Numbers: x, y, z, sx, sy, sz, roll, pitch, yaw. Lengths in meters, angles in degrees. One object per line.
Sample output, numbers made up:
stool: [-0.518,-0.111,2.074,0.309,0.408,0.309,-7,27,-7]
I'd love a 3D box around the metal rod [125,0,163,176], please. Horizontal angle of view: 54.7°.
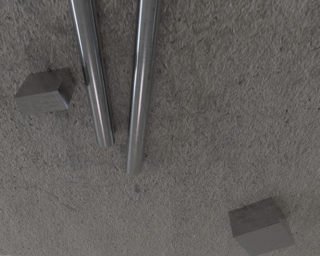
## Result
metal rod: [-0.021,-0.052,0.362,0.025,0.025,0.298,5,130,-5]

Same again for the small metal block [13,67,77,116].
small metal block: [-0.129,-0.042,0.354,0.050,0.050,0.025,-9,130,7]

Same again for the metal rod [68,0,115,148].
metal rod: [-0.075,-0.095,0.325,0.025,0.025,0.298,-1,130,0]

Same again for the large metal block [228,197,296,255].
large metal block: [0.177,0.175,0.541,0.080,0.050,0.080,-27,126,20]
